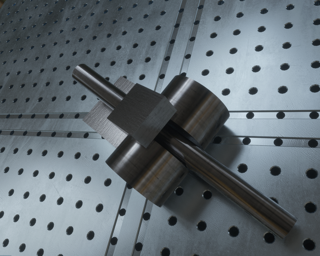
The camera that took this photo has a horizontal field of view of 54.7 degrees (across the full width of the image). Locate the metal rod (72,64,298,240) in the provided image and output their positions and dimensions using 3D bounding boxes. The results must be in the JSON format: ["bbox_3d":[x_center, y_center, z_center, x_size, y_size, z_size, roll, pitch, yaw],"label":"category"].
[{"bbox_3d":[0.008,0.011,0.342,0.300,0.025,0.025,37,82,23],"label":"metal rod"}]

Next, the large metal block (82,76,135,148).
[{"bbox_3d":[-0.042,-0.012,0.414,0.080,0.050,0.080,33,80,38],"label":"large metal block"}]

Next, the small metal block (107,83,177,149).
[{"bbox_3d":[-0.020,-0.014,0.321,0.050,0.025,0.050,-51,43,-8],"label":"small metal block"}]

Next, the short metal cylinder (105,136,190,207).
[{"bbox_3d":[-0.014,0.044,0.349,0.080,0.080,0.050,34,81,38],"label":"short metal cylinder"}]

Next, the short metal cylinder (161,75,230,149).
[{"bbox_3d":[0.033,-0.016,0.362,0.080,0.080,0.050,31,79,38],"label":"short metal cylinder"}]
